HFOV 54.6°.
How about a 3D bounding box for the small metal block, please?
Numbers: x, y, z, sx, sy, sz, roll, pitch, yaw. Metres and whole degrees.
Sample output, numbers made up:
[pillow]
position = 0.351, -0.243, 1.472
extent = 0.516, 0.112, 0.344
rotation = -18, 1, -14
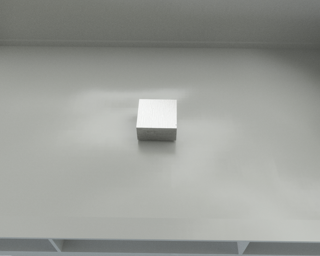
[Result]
[small metal block]
position = -0.003, -0.011, 0.410
extent = 0.050, 0.025, 0.050
rotation = 1, 50, 1
